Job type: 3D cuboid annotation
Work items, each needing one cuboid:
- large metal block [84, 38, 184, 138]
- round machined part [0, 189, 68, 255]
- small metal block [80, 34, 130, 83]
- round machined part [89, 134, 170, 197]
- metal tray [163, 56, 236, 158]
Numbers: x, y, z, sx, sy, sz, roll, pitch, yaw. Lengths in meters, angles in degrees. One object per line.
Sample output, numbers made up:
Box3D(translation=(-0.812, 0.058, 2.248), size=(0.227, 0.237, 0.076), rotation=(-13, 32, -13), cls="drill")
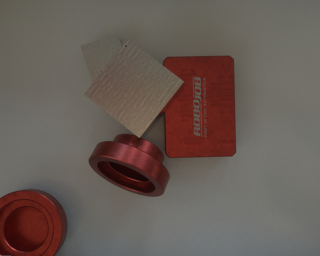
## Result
Box3D(translation=(-0.028, -0.045, 0.371), size=(0.080, 0.050, 0.080), rotation=(38, 93, 3), cls="large metal block")
Box3D(translation=(-0.168, 0.127, 0.397), size=(0.099, 0.042, 0.097), rotation=(0, 84, 0), cls="round machined part")
Box3D(translation=(-0.071, -0.090, 0.410), size=(0.050, 0.025, 0.050), rotation=(-18, 90, -1), cls="small metal block")
Box3D(translation=(-0.034, 0.043, 0.381), size=(0.098, 0.098, 0.042), rotation=(24, 61, -1), cls="round machined part")
Box3D(translation=(0.051, -0.027, 0.410), size=(0.091, 0.030, 0.129), rotation=(-1, 90, -1), cls="metal tray")
